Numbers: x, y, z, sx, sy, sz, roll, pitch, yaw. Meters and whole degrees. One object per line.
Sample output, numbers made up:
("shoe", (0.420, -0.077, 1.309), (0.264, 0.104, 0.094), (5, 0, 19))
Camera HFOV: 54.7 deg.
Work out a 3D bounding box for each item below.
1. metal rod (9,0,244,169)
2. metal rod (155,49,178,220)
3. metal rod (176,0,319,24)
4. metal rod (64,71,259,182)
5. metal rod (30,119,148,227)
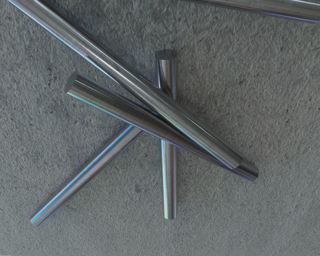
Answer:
("metal rod", (-0.021, -0.044, 0.341), (0.301, 0.025, 0.025), (36, 122, -17))
("metal rod", (0.012, 0.033, 0.435), (0.025, 0.025, 0.298), (-2, 130, 1))
("metal rod", (0.008, -0.135, 0.291), (0.302, 0.025, 0.025), (7, 130, -7))
("metal rod", (0.025, 0.012, 0.386), (0.301, 0.025, 0.025), (27, 126, -33))
("metal rod", (-0.116, 0.074, 0.468), (0.025, 0.025, 0.299), (33, 122, -25))
